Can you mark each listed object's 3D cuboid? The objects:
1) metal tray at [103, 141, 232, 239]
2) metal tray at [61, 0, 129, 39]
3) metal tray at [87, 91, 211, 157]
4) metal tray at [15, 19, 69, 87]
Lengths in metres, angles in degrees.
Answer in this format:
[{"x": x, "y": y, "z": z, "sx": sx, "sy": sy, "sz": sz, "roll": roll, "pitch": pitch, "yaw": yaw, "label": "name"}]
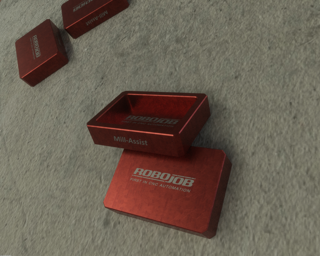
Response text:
[{"x": 0.007, "y": 0.064, "z": 0.356, "sx": 0.130, "sy": 0.030, "sz": 0.090, "roll": 6, "pitch": 64, "yaw": 30, "label": "metal tray"}, {"x": -0.132, "y": -0.243, "z": 0.617, "sx": 0.130, "sy": 0.030, "sz": 0.090, "roll": -27, "pitch": 53, "yaw": 11, "label": "metal tray"}, {"x": -0.014, "y": -0.011, "z": 0.388, "sx": 0.130, "sy": 0.030, "sz": 0.090, "roll": 6, "pitch": 37, "yaw": 30, "label": "metal tray"}, {"x": -0.237, "y": -0.152, "z": 0.615, "sx": 0.090, "sy": 0.030, "sz": 0.130, "roll": -32, "pitch": 52, "yaw": 6, "label": "metal tray"}]
